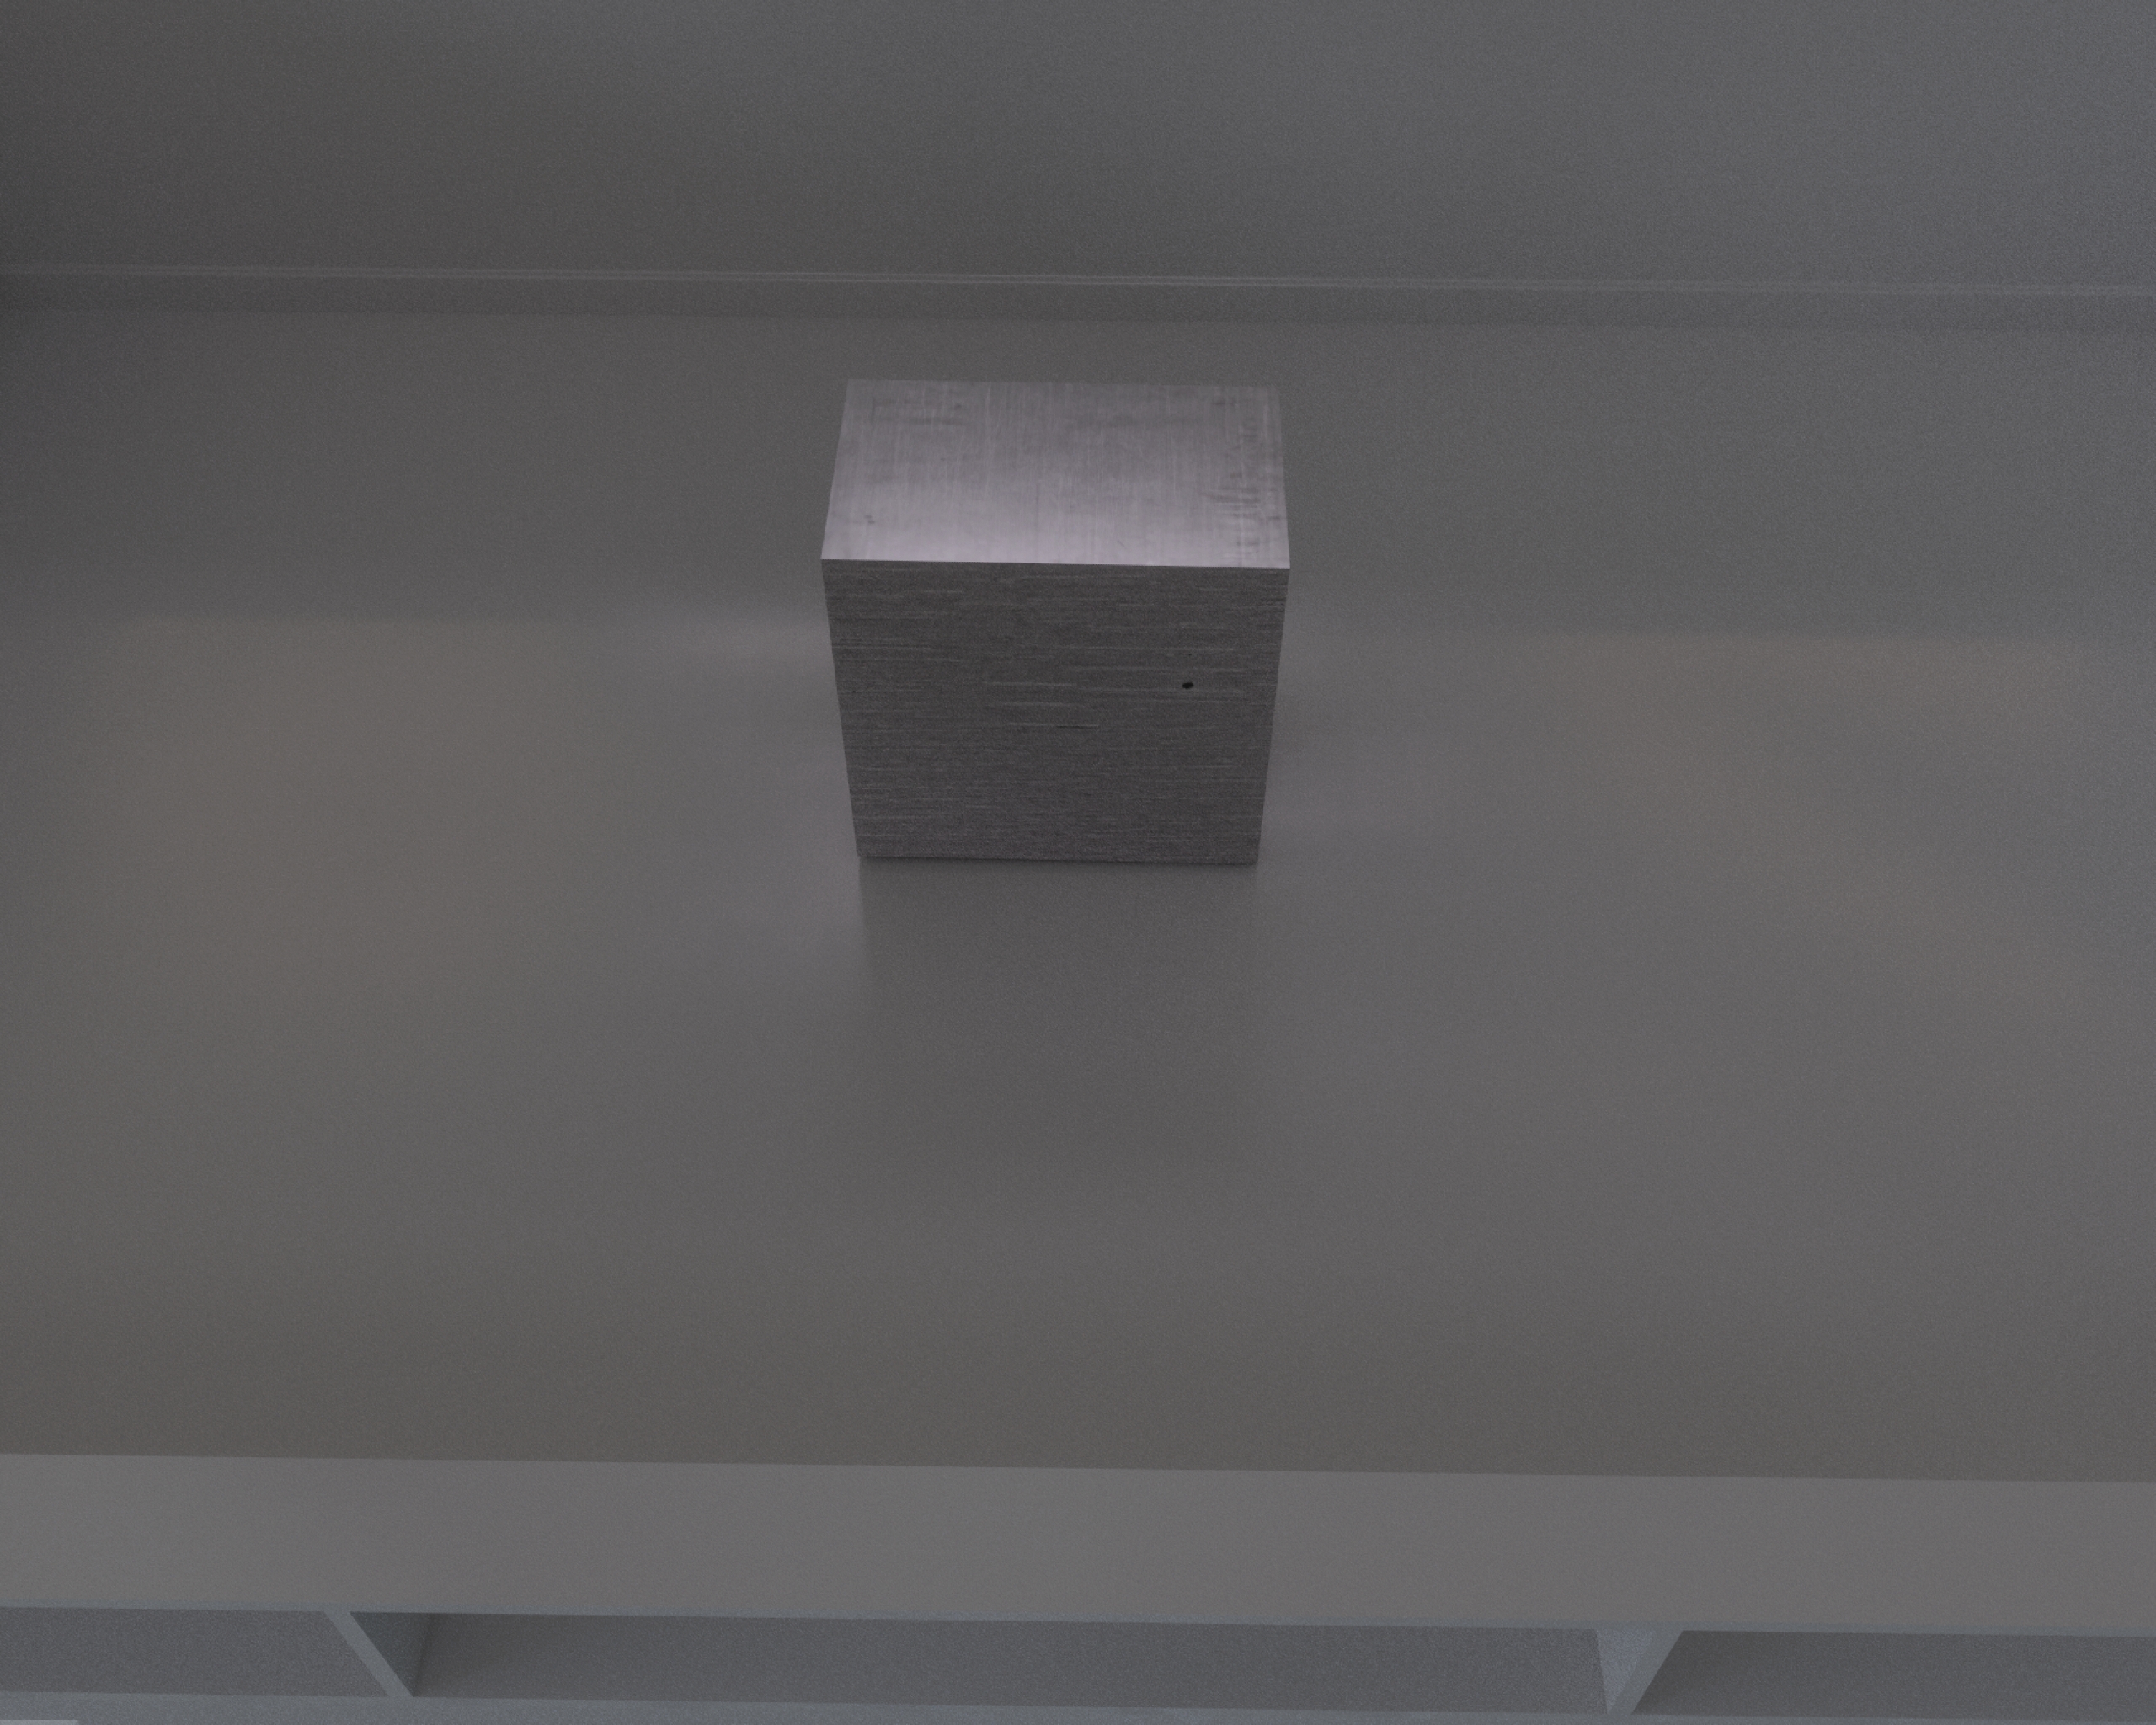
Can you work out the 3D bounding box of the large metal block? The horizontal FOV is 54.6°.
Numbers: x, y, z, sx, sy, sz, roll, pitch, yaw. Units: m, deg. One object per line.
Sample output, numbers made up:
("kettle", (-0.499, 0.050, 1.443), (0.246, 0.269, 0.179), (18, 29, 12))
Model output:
("large metal block", (-0.003, -0.045, 0.405), (0.080, 0.080, 0.050), (1, 50, 0))
